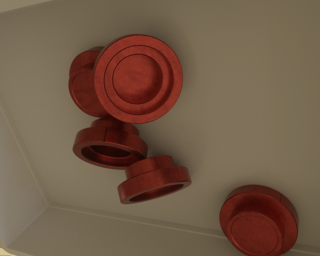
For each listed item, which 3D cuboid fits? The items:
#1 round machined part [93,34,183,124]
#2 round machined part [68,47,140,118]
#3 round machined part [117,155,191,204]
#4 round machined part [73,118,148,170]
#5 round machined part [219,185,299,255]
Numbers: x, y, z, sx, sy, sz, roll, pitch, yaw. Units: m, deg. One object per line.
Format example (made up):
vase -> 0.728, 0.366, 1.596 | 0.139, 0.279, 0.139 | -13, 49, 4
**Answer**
round machined part -> -0.027, -0.057, 0.354 | 0.099, 0.042, 0.097 | -5, 110, -14
round machined part -> -0.079, -0.053, 0.405 | 0.098, 0.042, 0.097 | 13, 124, 20
round machined part -> -0.010, 0.068, 0.420 | 0.098, 0.099, 0.042 | -33, 65, 38
round machined part -> -0.065, 0.020, 0.423 | 0.099, 0.042, 0.098 | 6, 153, 3
round machined part -> 0.125, 0.126, 0.399 | 0.098, 0.042, 0.097 | 9, 112, 24
